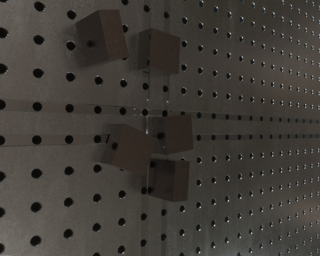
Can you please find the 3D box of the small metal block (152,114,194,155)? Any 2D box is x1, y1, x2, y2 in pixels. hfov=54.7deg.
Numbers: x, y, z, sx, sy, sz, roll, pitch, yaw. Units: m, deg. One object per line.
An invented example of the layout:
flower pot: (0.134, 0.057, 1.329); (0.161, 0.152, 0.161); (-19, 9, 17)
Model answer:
small metal block: (0.018, 0.008, 0.427); (0.050, 0.025, 0.050); (-7, 95, -40)

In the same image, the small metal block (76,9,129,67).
small metal block: (-0.064, -0.098, 0.341); (0.025, 0.050, 0.050); (-20, 103, -39)

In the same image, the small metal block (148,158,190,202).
small metal block: (0.011, 0.066, 0.404); (0.025, 0.050, 0.050); (6, 86, -40)

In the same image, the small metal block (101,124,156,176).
small metal block: (-0.038, 0.027, 0.380); (0.050, 0.025, 0.050); (27, 73, -37)

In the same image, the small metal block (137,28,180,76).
small metal block: (-0.001, -0.099, 0.410); (0.050, 0.025, 0.050); (4, 87, -40)
